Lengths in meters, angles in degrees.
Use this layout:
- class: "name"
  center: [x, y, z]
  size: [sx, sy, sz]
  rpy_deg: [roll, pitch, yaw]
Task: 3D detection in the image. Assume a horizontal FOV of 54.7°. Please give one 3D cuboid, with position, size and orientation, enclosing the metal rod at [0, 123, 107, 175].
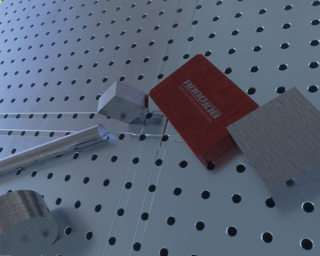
- class: "metal rod"
  center: [-0.219, 0.050, 0.489]
  size: [0.301, 0.025, 0.025]
  rpy_deg: [-18, 55, 17]

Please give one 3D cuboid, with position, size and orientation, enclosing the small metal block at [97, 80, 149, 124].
- class: "small metal block"
  center: [-0.051, -0.034, 0.427]
  size: [0.050, 0.050, 0.025]
  rpy_deg: [-35, 45, 44]

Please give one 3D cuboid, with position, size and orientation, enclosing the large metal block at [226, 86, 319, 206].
- class: "large metal block"
  center: [0.127, 0.018, 0.314]
  size: [0.080, 0.050, 0.080]
  rpy_deg: [-32, 52, 7]

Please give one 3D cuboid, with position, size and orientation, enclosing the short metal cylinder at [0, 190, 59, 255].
- class: "short metal cylinder"
  center: [-0.176, 0.125, 0.387]
  size: [0.080, 0.080, 0.050]
  rpy_deg: [-46, 51, -4]

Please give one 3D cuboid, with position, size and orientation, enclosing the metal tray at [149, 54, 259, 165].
- class: "metal tray"
  center: [0.054, -0.028, 0.393]
  size: [0.090, 0.030, 0.130]
  rpy_deg: [-38, 51, 2]
